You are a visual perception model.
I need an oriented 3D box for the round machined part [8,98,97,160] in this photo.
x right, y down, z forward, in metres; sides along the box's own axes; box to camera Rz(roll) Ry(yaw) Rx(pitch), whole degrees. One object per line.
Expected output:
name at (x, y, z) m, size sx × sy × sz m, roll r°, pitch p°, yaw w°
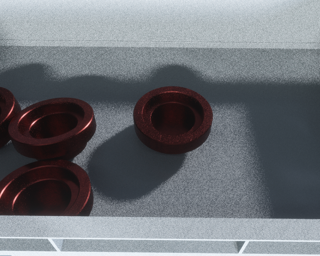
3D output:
round machined part at (-0.127, 0.006, 0.379) m, size 0.099 × 0.042 × 0.098 m, roll -2°, pitch 36°, yaw 2°

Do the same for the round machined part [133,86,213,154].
round machined part at (0.016, -0.006, 0.399) m, size 0.099 × 0.042 × 0.098 m, roll 0°, pitch 50°, yaw 0°

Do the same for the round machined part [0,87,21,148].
round machined part at (-0.224, -0.005, 0.392) m, size 0.099 × 0.042 × 0.098 m, roll -4°, pitch 47°, yaw 5°

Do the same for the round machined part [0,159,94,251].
round machined part at (-0.118, 0.081, 0.317) m, size 0.099 × 0.042 × 0.098 m, roll 0°, pitch 39°, yaw 1°
